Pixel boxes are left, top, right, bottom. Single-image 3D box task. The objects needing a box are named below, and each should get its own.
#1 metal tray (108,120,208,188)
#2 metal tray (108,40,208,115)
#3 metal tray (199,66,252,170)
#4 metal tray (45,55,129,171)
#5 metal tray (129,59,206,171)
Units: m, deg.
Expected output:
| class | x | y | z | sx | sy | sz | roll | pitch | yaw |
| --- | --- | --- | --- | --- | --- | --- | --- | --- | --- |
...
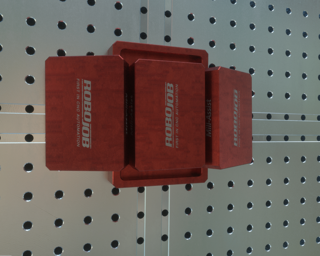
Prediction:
| class | x | y | z | sx | sy | sz | roll | pitch | yaw |
| --- | --- | --- | --- | --- | --- | --- | --- | --- | --- |
| metal tray | -0.001 | 0.029 | 0.411 | 0.131 | 0.030 | 0.089 | 0 | 90 | -21 |
| metal tray | -0.001 | -0.061 | 0.410 | 0.131 | 0.030 | 0.089 | 0 | 90 | -21 |
| metal tray | 0.092 | -0.013 | 0.425 | 0.091 | 0.030 | 0.129 | -1 | 91 | -47 |
| metal tray | -0.084 | -0.017 | 0.360 | 0.091 | 0.030 | 0.129 | 0 | 90 | 5 |
| metal tray | 0.009 | -0.015 | 0.382 | 0.091 | 0.030 | 0.129 | 0 | 90 | -21 |
